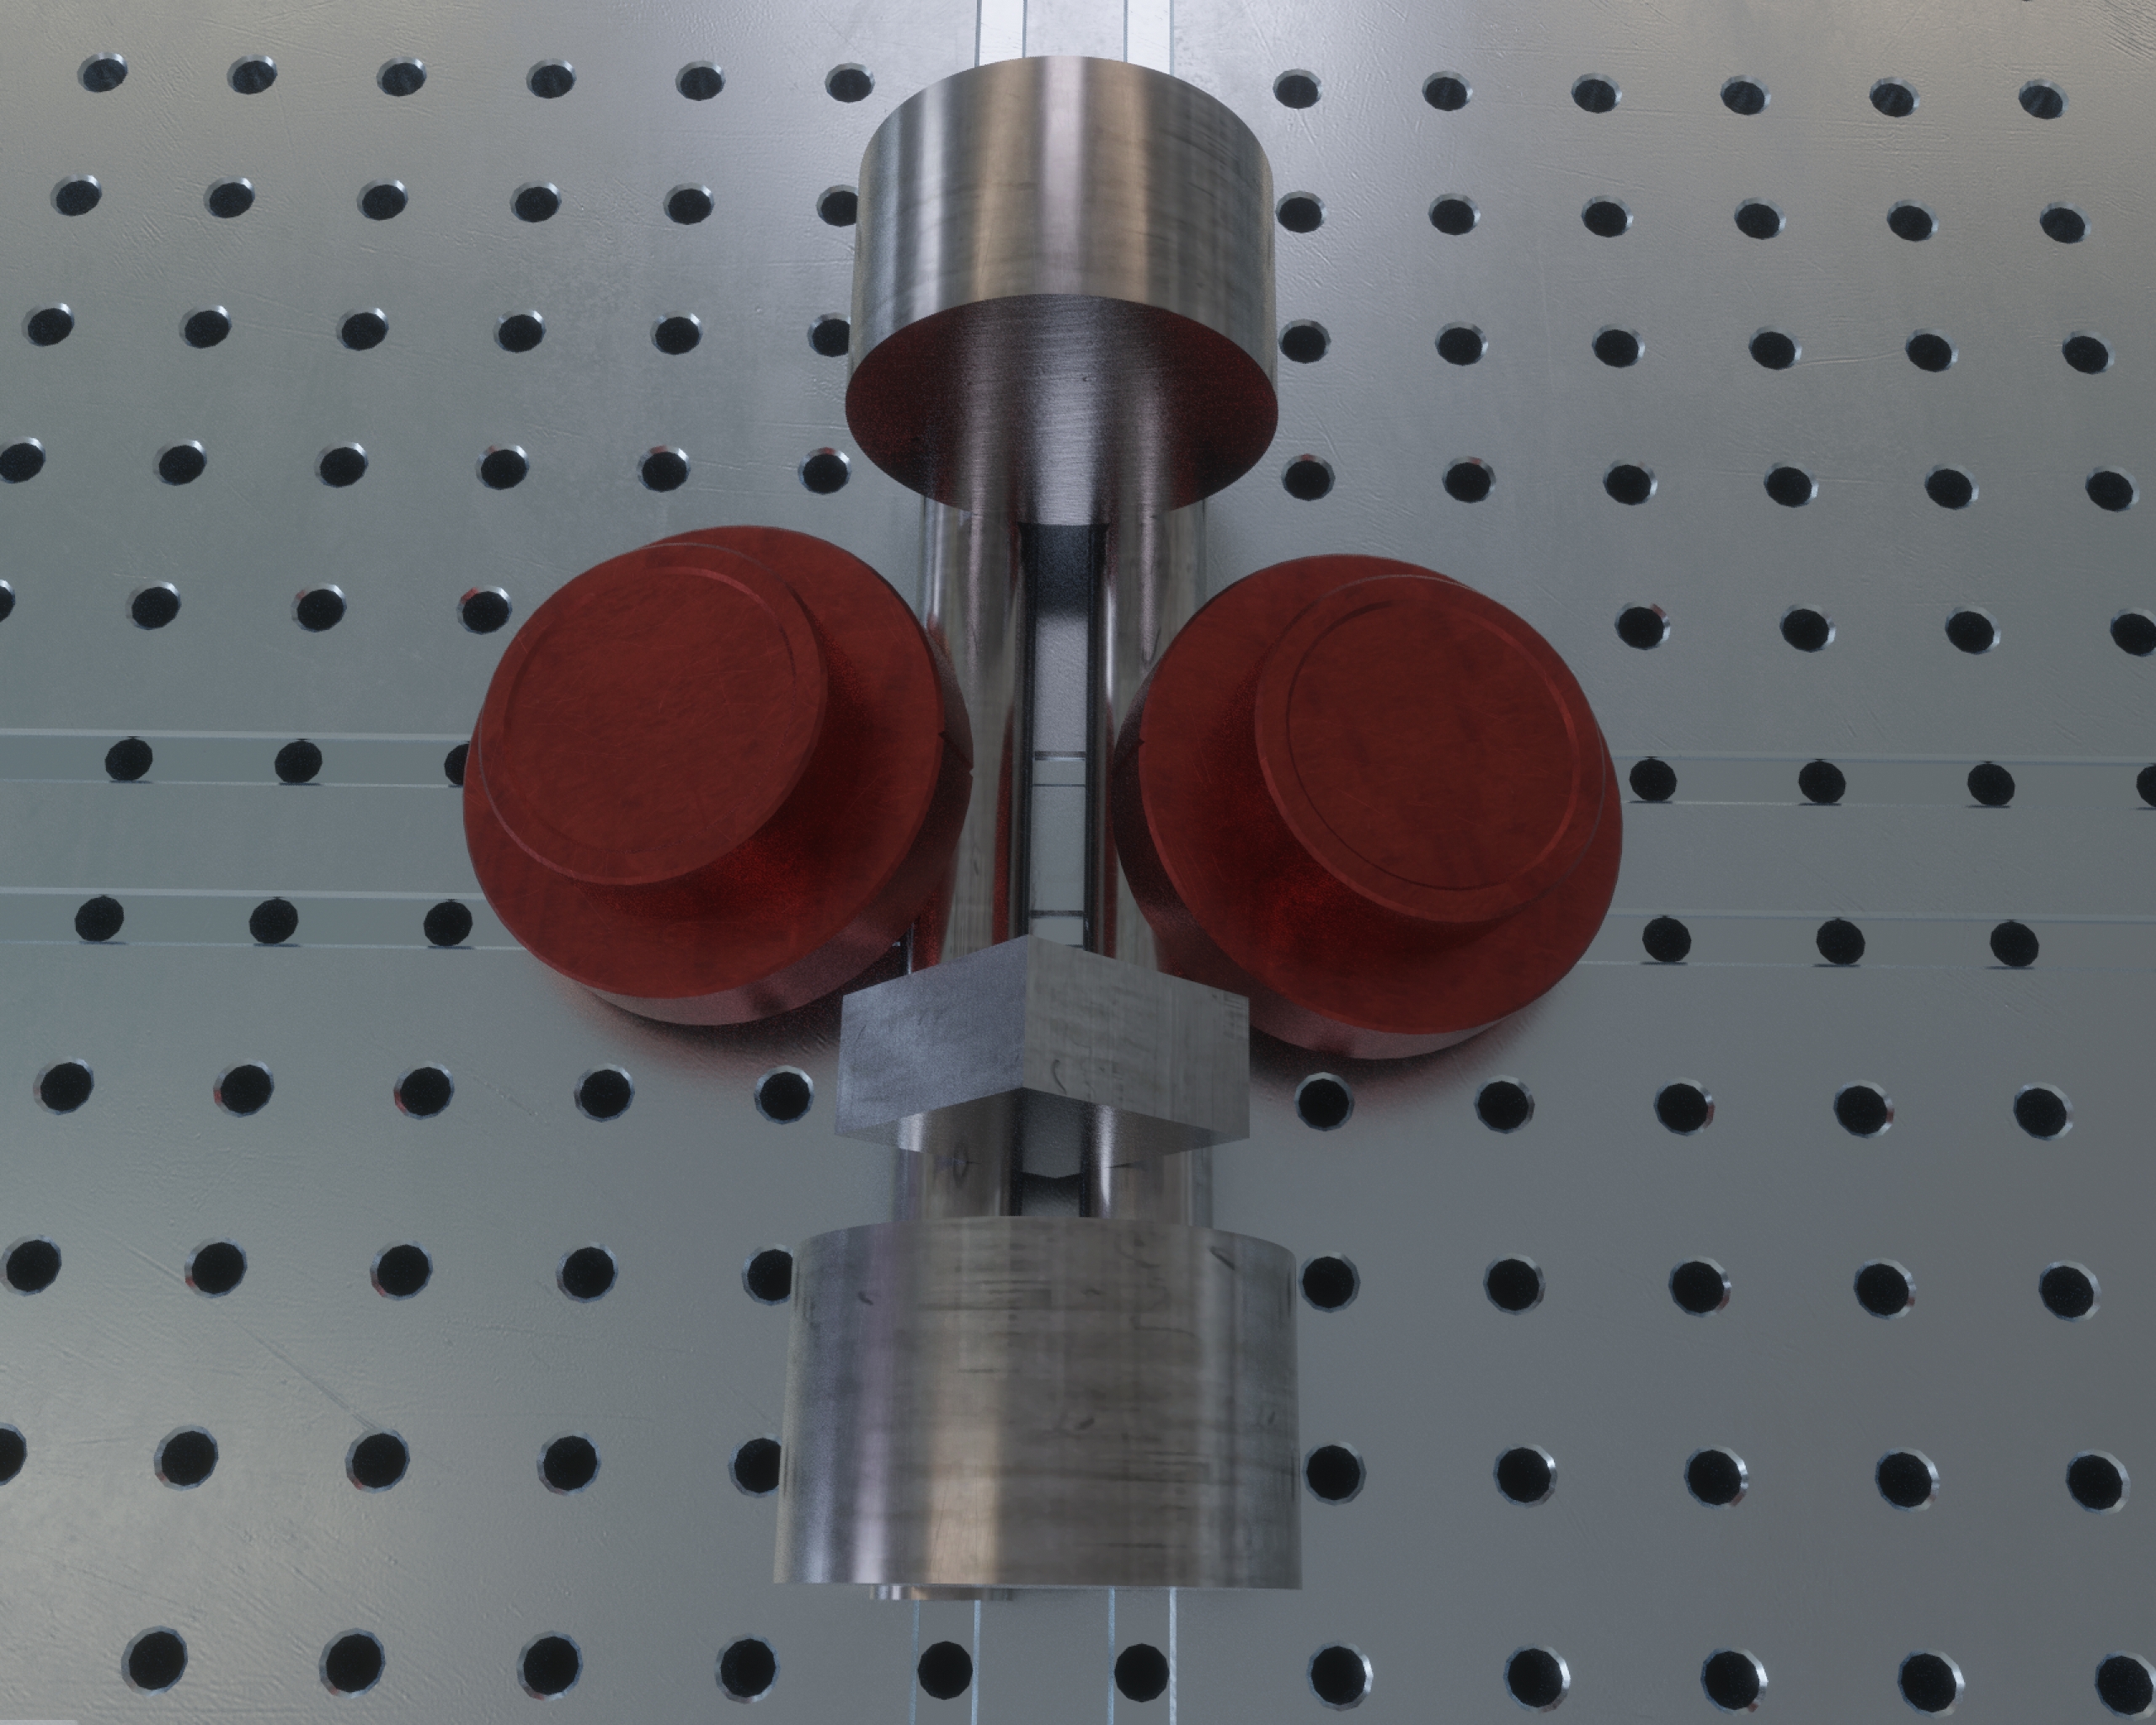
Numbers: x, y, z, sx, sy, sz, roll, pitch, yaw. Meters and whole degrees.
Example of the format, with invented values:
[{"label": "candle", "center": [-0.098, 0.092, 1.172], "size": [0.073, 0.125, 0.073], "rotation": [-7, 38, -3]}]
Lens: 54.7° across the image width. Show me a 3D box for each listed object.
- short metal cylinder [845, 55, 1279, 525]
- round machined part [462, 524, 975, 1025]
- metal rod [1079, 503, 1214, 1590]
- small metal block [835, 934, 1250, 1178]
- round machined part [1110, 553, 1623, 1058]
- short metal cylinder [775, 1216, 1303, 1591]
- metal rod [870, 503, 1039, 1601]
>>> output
[{"label": "short metal cylinder", "center": [-0.003, -0.106, 0.398], "size": [0.080, 0.080, 0.050], "rotation": [1, 70, 0]}, {"label": "round machined part", "center": [-0.073, -0.021, 0.397], "size": [0.098, 0.042, 0.098], "rotation": [-5, 69, 13]}, {"label": "metal rod", "center": [0.014, -0.013, 0.416], "size": [0.025, 0.025, 0.299], "rotation": [1, 70, 0]}, {"label": "small metal block", "center": [-0.006, 0.035, 0.361], "size": [0.050, 0.050, 0.025], "rotation": [18, 64, -38]}, {"label": "round machined part", "center": [0.059, -0.015, 0.394], "size": [0.099, 0.042, 0.098], "rotation": [5, 70, -14]}, {"label": "short metal cylinder", "center": [-0.006, 0.087, 0.327], "size": [0.080, 0.080, 0.050], "rotation": [1, 70, 0]}, {"label": "metal rod", "center": [-0.021, -0.012, 0.415], "size": [0.025, 0.025, 0.299], "rotation": [1, 70, 0]}]
